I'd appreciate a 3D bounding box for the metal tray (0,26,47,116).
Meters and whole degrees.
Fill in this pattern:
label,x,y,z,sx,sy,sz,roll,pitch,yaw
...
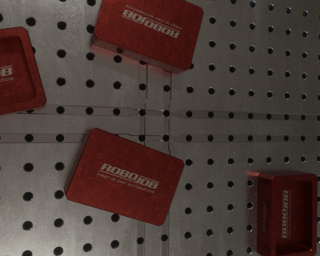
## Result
label,x,y,z,sx,sy,sz,roll,pitch,yaw
metal tray,-0.201,-0.053,0.335,0.131,0.030,0.089,-15,95,-20

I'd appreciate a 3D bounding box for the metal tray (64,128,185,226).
label,x,y,z,sx,sy,sz,roll,pitch,yaw
metal tray,-0.043,0.063,0.395,0.131,0.030,0.090,22,82,-19

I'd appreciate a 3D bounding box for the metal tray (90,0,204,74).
label,x,y,z,sx,sy,sz,roll,pitch,yaw
metal tray,-0.014,-0.134,0.405,0.131,0.030,0.090,16,85,-20

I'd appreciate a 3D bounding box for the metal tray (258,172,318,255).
label,x,y,z,sx,sy,sz,roll,pitch,yaw
metal tray,0.201,0.136,0.486,0.091,0.030,0.129,1,90,-21
